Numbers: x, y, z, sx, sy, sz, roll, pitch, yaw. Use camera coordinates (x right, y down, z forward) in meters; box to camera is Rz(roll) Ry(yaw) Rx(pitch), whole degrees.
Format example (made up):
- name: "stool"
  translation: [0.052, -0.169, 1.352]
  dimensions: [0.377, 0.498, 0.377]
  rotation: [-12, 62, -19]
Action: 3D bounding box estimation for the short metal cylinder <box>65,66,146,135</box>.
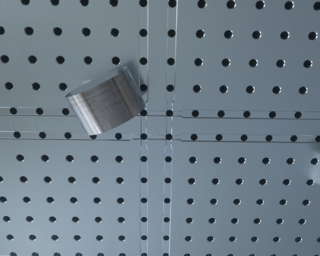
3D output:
- name: "short metal cylinder"
  translation: [-0.064, -0.034, 0.371]
  dimensions: [0.080, 0.080, 0.050]
  rotation: [-23, 109, 8]
